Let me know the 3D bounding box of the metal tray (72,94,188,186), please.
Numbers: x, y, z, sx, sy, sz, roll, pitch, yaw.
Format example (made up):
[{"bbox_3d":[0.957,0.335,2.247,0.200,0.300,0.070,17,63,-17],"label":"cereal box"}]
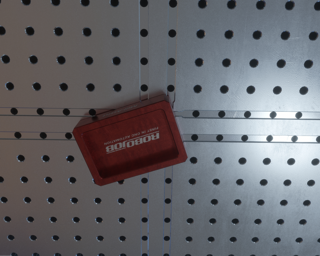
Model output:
[{"bbox_3d":[-0.038,0.018,0.416,0.130,0.030,0.090,-17,109,6],"label":"metal tray"}]
